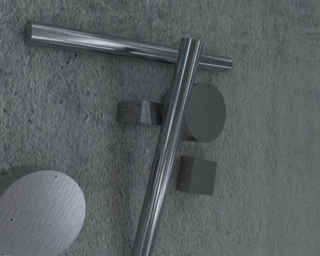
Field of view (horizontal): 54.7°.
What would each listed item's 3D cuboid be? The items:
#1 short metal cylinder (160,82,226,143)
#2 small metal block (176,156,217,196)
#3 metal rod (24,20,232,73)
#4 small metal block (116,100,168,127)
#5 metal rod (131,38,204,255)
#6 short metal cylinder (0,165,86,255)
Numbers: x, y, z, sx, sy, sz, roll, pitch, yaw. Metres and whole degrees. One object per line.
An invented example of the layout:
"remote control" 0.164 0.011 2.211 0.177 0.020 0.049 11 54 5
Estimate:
"short metal cylinder" 0.045 -0.021 0.426 0.081 0.050 0.079 0 90 -40
"small metal block" 0.054 0.070 0.450 0.050 0.025 0.050 16 80 -39
"metal rod" -0.011 -0.096 0.394 0.302 0.025 0.025 -2 92 -40
"small metal block" -0.017 -0.016 0.374 0.050 0.050 0.025 10 84 -40
"metal rod" 0.002 0.049 0.358 0.025 0.025 0.298 6 101 -40
"short metal cylinder" -0.118 0.077 0.290 0.081 0.050 0.079 0 90 -40
